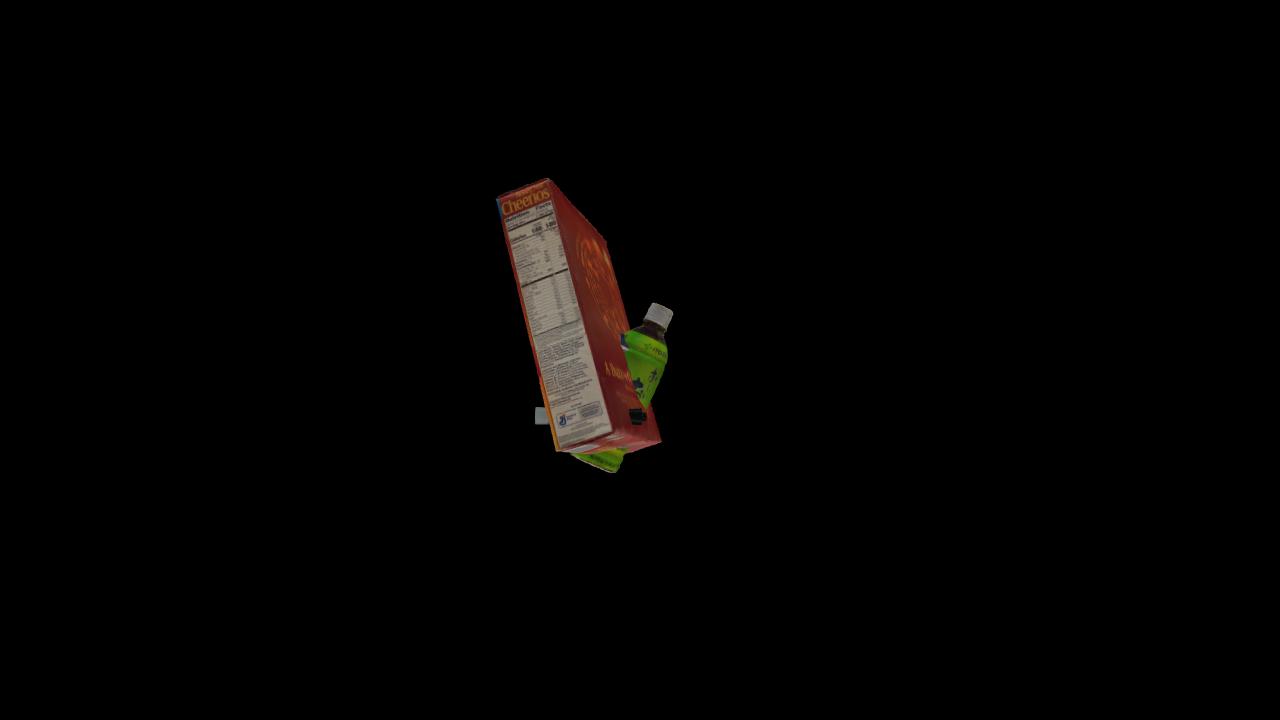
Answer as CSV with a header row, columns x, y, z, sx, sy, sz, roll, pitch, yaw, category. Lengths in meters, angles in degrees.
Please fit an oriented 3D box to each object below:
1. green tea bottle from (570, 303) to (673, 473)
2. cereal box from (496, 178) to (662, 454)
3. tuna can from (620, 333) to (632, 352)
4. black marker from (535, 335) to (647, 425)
x,y,z,sx,sy,sz,roll,pitch,yaw,category
-0.017,0.030,0.755,0.073,0.212,0.073,23,-4,2,green tea bottle
-0.069,-0.039,0.751,0.081,0.306,0.203,-19,-14,11,cereal box
-0.039,0.007,0.758,0.084,0.084,0.034,0,32,0,tuna can
-0.053,0.061,0.666,0.121,0.020,0.020,1,0,-9,black marker
